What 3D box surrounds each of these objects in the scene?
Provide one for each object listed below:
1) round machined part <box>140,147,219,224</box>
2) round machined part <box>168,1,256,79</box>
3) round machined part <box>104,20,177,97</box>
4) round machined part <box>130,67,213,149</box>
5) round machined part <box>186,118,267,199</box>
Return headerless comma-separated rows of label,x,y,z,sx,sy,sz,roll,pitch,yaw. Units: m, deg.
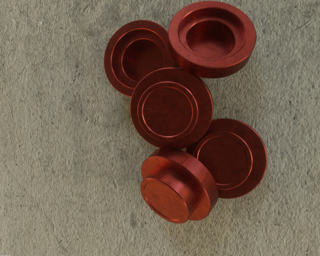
round machined part,0.016,0.074,0.368,0.098,0.042,0.097,24,136,26
round machined part,0.059,-0.098,0.365,0.099,0.042,0.098,0,65,0
round machined part,-0.020,-0.087,0.407,0.098,0.042,0.097,0,90,19
round machined part,0.012,-0.021,0.361,0.098,0.042,0.097,2,101,11
round machined part,0.077,0.037,0.373,0.098,0.042,0.097,0,90,19
